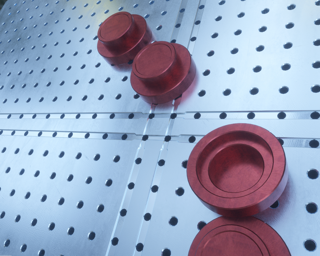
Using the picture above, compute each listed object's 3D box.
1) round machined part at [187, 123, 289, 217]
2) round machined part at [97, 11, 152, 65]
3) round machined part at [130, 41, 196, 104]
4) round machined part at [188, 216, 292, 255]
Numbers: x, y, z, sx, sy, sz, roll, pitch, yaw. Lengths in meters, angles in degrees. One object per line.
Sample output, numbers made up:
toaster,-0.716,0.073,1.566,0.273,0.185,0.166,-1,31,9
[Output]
round machined part,0.081,0.046,0.322,0.098,0.042,0.098,-15,48,18
round machined part,-0.068,-0.160,0.532,0.098,0.042,0.098,-13,56,21
round machined part,-0.001,-0.088,0.453,0.098,0.042,0.098,-13,56,21
round machined part,0.070,0.127,0.283,0.098,0.042,0.098,-13,56,21
